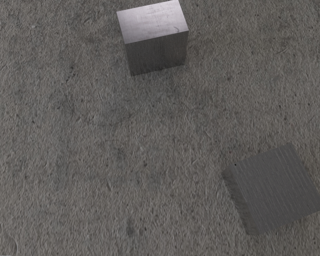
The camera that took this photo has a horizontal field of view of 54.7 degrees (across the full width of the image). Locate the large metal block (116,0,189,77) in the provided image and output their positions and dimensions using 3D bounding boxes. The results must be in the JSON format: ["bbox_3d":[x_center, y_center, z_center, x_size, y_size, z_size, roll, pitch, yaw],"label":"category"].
[{"bbox_3d":[-0.010,-0.120,0.422,0.081,0.080,0.050,-14,71,-5],"label":"large metal block"}]

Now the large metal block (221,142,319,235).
[{"bbox_3d":[0.130,0.073,0.369,0.080,0.050,0.080,-19,71,-7],"label":"large metal block"}]
